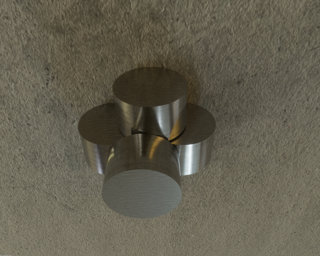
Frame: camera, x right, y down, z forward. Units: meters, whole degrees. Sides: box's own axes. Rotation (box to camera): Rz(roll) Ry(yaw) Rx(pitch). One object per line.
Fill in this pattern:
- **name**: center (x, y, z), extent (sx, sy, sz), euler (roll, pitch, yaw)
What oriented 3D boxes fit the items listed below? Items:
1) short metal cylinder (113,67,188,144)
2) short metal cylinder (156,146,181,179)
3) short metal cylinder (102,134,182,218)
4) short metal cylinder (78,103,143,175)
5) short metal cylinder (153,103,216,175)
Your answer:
- **short metal cylinder**: center (-0.010, -0.027, 0.349), extent (0.081, 0.080, 0.050), euler (-1, 130, 0)
- **short metal cylinder**: center (-0.011, 0.050, 0.415), extent (0.081, 0.080, 0.050), euler (0, 130, -1)
- **short metal cylinder**: center (-0.018, 0.052, 0.331), extent (0.081, 0.050, 0.079), euler (0, 130, 0)
- **short metal cylinder**: center (-0.056, 0.012, 0.382), extent (0.081, 0.080, 0.050), euler (-1, 130, 0)
- **short metal cylinder**: center (0.026, 0.012, 0.383), extent (0.081, 0.080, 0.050), euler (0, 130, 0)
